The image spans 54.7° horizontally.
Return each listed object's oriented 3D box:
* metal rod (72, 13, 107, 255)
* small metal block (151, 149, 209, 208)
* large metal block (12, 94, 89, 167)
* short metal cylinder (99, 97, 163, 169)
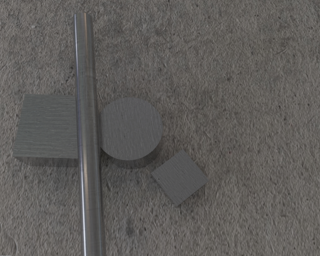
[{"bbox_3d":[-0.082,0.003,0.354,0.025,0.025,0.299,-6,74,-2],"label":"metal rod"},{"bbox_3d":[0.024,0.063,0.385,0.050,0.025,0.050,-36,74,-12],"label":"small metal block"},{"bbox_3d":[-0.128,0.005,0.392,0.080,0.050,0.080,2,70,0],"label":"large metal block"},{"bbox_3d":[-0.037,0.008,0.392,0.081,0.050,0.080,0,70,0],"label":"short metal cylinder"}]
